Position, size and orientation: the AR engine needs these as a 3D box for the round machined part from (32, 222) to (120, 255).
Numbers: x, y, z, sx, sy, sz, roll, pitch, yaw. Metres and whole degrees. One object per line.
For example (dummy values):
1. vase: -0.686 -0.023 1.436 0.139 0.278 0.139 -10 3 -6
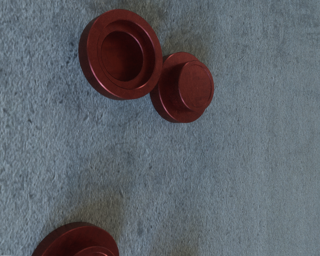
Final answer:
1. round machined part: -0.083 0.153 0.324 0.099 0.042 0.097 0 90 -40

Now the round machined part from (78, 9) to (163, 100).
1. round machined part: -0.048 -0.080 0.353 0.099 0.042 0.097 0 90 -40

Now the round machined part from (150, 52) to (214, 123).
1. round machined part: 0.036 -0.055 0.424 0.099 0.042 0.097 0 90 -40
